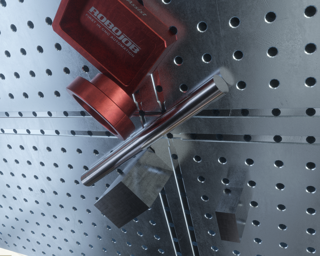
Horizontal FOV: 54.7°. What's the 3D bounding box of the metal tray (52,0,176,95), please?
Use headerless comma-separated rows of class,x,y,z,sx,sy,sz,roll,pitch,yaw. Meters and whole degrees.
metal tray,-0.057,-0.113,0.366,0.130,0.030,0.090,41,129,-1

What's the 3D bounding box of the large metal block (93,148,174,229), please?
large metal block,-0.037,0.086,0.447,0.050,0.080,0.080,45,129,-3

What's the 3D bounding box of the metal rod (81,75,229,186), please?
metal rod,-0.028,0.020,0.436,0.025,0.025,0.299,49,128,-7

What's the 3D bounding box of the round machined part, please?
round machined part,-0.067,-0.031,0.394,0.098,0.042,0.098,39,168,10

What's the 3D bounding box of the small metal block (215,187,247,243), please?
small metal block,0.097,0.115,0.414,0.025,0.050,0.050,-1,118,28
